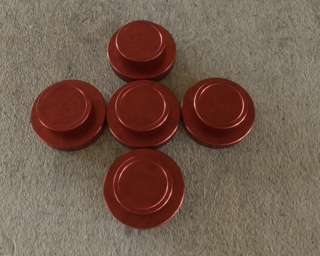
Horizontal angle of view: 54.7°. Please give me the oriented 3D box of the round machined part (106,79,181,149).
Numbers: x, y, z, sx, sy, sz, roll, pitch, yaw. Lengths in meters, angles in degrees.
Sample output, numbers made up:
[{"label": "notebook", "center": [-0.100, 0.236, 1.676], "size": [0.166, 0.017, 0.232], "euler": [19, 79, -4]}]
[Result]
[{"label": "round machined part", "center": [-0.022, -0.021, 0.408], "size": [0.099, 0.042, 0.098], "euler": [0, 70, -1]}]

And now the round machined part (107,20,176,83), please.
[{"label": "round machined part", "center": [-0.026, -0.113, 0.442], "size": [0.099, 0.042, 0.098], "euler": [0, 70, -1]}]

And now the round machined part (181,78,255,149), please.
[{"label": "round machined part", "center": [0.077, -0.024, 0.410], "size": [0.099, 0.042, 0.098], "euler": [0, 70, -1]}]

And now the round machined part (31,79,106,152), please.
[{"label": "round machined part", "center": [-0.120, -0.021, 0.407], "size": [0.099, 0.042, 0.098], "euler": [0, 70, -1]}]

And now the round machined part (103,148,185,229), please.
[{"label": "round machined part", "center": [-0.019, 0.071, 0.374], "size": [0.099, 0.042, 0.098], "euler": [0, 70, -1]}]
